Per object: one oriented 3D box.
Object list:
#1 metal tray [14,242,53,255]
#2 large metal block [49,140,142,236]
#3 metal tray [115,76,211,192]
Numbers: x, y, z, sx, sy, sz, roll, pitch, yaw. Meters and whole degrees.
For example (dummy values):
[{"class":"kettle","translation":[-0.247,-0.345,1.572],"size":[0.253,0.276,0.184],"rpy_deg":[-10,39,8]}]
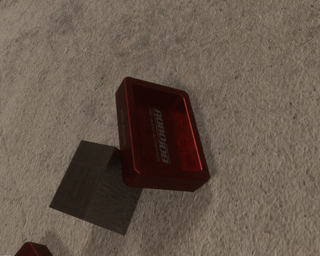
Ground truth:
[{"class":"metal tray","translation":[-0.167,0.212,0.356],"size":[0.090,0.030,0.130],"rpy_deg":[33,80,37]},{"class":"large metal block","translation":[-0.066,0.070,0.358],"size":[0.050,0.080,0.080],"rpy_deg":[8,66,31]},{"class":"metal tray","translation":[0.000,0.006,0.357],"size":[0.030,0.091,0.130],"rpy_deg":[-51,39,43]}]
